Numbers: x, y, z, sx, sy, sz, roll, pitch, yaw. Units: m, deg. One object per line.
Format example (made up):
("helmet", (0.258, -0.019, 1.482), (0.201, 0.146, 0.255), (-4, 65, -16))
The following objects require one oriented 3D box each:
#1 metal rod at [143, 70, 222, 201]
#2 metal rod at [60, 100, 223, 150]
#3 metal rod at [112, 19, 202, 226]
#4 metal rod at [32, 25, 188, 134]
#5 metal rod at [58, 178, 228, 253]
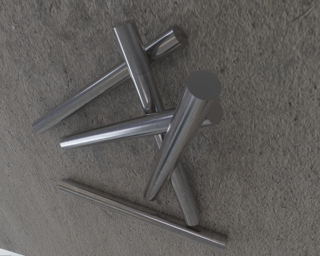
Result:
("metal rod", (0.009, 0.036, 0.347), (0.025, 0.025, 0.299), (32, 153, 7))
("metal rod", (-0.050, 0.004, 0.392), (0.299, 0.025, 0.025), (-11, 114, 47))
("metal rod", (0.006, 0.015, 0.393), (0.025, 0.025, 0.299), (-2, 124, 29))
("metal rod", (-0.088, -0.051, 0.421), (0.299, 0.025, 0.025), (-24, 105, 36))
("metal rod", (-0.039, 0.139, 0.513), (0.301, 0.025, 0.025), (15, 125, 19))
